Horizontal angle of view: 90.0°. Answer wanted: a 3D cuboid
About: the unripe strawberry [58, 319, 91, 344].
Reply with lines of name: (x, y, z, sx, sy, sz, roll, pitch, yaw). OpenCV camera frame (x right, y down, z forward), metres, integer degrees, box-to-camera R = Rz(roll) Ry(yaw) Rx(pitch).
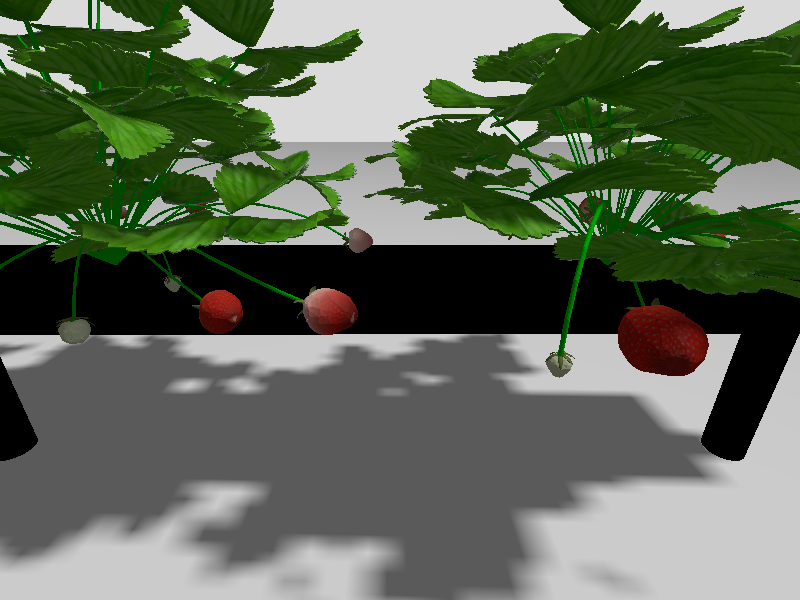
unripe strawberry: (-0.188, 0.019, 0.231, 0.015, 0.014, 0.014, -11, -18, -24)

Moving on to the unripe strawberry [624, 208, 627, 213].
unripe strawberry: (0.301, -0.116, 0.526, 0.011, 0.010, 0.010, 14, 27, 29)

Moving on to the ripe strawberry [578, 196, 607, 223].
ripe strawberry: (0.253, -0.119, 0.526, 0.034, 0.036, 0.037, 8, 24, 18)

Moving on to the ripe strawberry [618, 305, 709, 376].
ripe strawberry: (0.129, 0.021, 0.197, 0.039, 0.033, 0.039, 8, 25, 17)

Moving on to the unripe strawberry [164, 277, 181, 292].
unripe strawberry: (-0.165, -0.011, 0.292, 0.011, 0.011, 0.011, 18, 29, 35)

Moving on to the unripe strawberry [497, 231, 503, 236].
unripe strawberry: (0.121, -0.083, 0.459, 0.022, 0.019, 0.022, -15, 27, -30)

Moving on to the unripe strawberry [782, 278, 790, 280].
unripe strawberry: (0.315, -0.026, 0.324, 0.021, 0.022, 0.019, 23, 28, 10)

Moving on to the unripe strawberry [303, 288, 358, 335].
unripe strawberry: (-0.040, 0.007, 0.239, 0.032, 0.027, 0.032, 14, 27, 28)

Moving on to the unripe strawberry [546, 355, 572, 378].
unripe strawberry: (0.072, 0.030, 0.182, 0.011, 0.011, 0.010, 13, 27, 28)

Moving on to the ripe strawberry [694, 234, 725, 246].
ripe strawberry: (0.316, -0.064, 0.408, 0.027, 0.023, 0.027, -8, 25, -20)

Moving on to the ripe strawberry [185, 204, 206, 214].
ripe strawberry: (-0.293, -0.136, 0.574, 0.028, 0.029, 0.030, -3, 14, -7)

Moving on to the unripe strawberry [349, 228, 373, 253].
unripe strawberry: (-0.039, -0.059, 0.401, 0.025, 0.024, 0.023, -2, 23, -11)

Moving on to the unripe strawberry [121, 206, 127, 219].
unripe strawberry: (-0.381, -0.119, 0.546, 0.016, 0.017, 0.018, -14, 27, -29)

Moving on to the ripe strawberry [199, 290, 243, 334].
ripe strawberry: (-0.107, 0.008, 0.243, 0.027, 0.027, 0.025, 19, 30, 36)
